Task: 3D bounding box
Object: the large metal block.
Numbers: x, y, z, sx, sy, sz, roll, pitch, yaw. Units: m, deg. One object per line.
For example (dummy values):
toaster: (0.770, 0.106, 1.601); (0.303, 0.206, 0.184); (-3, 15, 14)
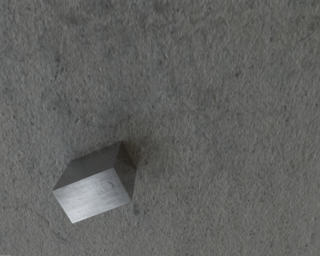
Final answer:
large metal block: (-0.080, 0.067, 0.405); (0.080, 0.080, 0.050); (-22, 109, 8)
